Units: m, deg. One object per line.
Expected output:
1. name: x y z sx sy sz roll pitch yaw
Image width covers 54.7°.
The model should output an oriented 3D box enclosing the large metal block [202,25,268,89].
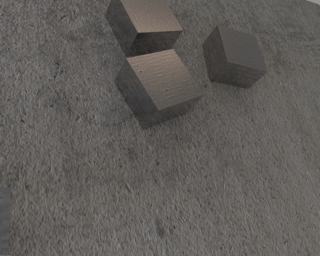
1. large metal block: 0.125 -0.120 0.528 0.081 0.050 0.080 8 58 -24

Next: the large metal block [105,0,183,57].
1. large metal block: -0.025 -0.160 0.471 0.081 0.050 0.080 -15 70 -34

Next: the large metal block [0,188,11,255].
1. large metal block: -0.159 0.083 0.232 0.081 0.080 0.050 3 61 -27

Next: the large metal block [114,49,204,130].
1. large metal block: -0.002 -0.054 0.419 0.081 0.050 0.080 -22 73 -36
